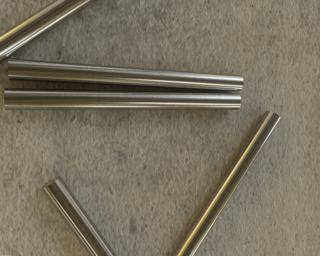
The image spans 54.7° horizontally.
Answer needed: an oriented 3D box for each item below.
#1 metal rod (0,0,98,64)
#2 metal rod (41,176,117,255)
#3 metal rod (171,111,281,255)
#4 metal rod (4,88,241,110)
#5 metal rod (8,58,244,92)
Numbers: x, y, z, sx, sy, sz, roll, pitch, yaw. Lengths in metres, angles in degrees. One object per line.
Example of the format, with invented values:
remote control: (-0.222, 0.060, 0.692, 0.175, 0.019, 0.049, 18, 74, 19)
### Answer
metal rod: (-0.089, -0.163, 0.376, 0.301, 0.025, 0.025, -41, 103, -16)
metal rod: (-0.051, 0.189, 0.391, 0.025, 0.025, 0.299, -35, 102, -17)
metal rod: (0.086, 0.099, 0.442, 0.025, 0.025, 0.300, 40, 77, -16)
metal rod: (-0.031, -0.035, 0.398, 0.303, 0.025, 0.025, -1, 91, -21)
metal rod: (-0.027, -0.065, 0.399, 0.303, 0.025, 0.025, 0, 90, -21)
